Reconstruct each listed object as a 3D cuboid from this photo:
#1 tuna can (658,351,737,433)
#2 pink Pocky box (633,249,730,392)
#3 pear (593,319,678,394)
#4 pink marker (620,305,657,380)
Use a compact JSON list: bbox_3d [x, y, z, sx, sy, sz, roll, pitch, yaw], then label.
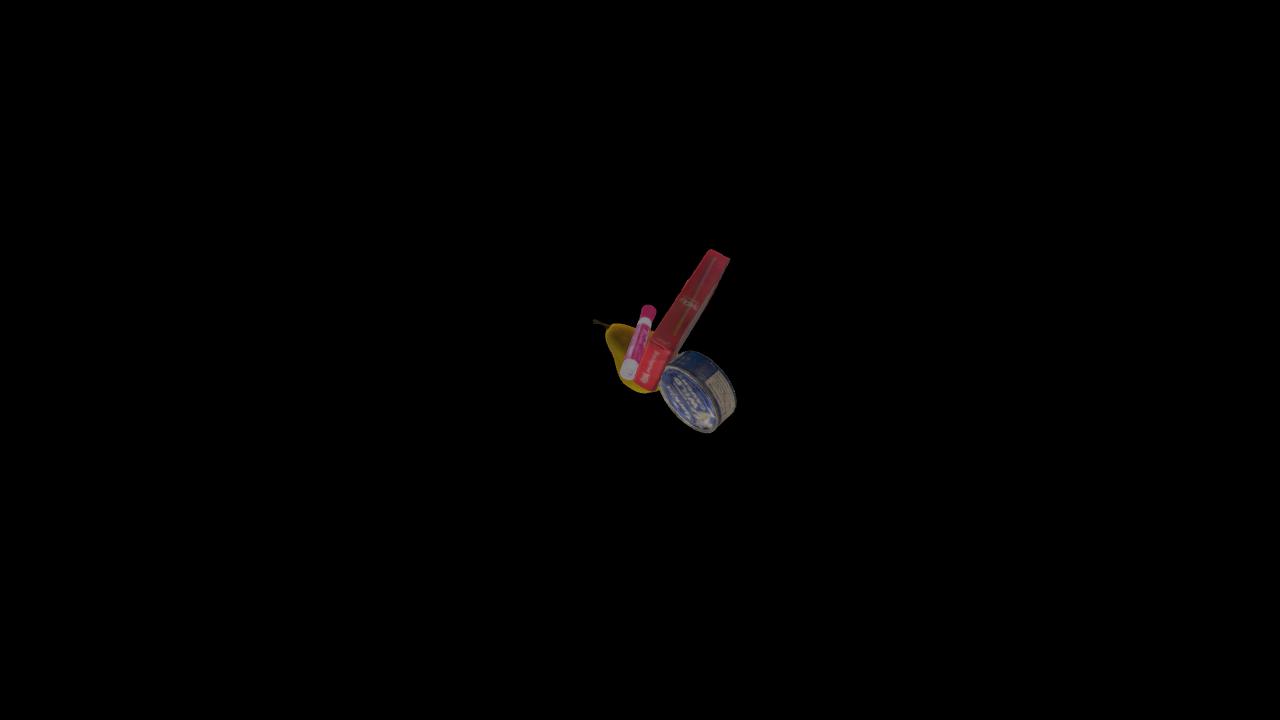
[{"bbox_3d":[0.058,0.032,0.634,0.034,0.084,0.084,-38,19,-27],"label":"tuna can"},{"bbox_3d":[0.046,-0.044,0.672,0.029,0.155,0.084,29,-33,6],"label":"pink Pocky box"},{"bbox_3d":[-0.006,-0.015,0.729,0.080,0.111,0.080,-34,22,16],"label":"pear"},{"bbox_3d":[0.000,-0.024,0.705,0.020,0.020,0.121,0,41,16],"label":"pink marker"}]
